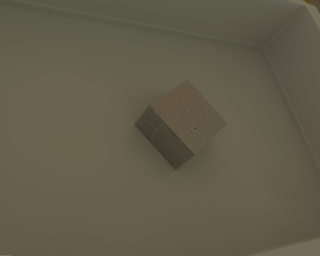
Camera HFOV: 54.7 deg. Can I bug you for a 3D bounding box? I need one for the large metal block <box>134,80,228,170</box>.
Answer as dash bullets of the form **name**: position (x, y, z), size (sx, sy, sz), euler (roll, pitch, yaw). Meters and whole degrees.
- **large metal block**: position (0.028, -0.005, 0.410), size (0.080, 0.050, 0.080), euler (48, 51, 5)
